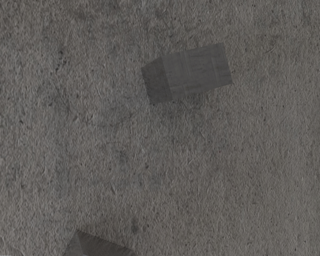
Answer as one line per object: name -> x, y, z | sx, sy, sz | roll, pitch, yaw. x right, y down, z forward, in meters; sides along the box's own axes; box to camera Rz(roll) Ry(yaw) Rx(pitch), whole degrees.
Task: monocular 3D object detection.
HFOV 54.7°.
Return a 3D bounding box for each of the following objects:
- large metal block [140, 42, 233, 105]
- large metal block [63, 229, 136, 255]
large metal block -> 0.030, -0.066, 0.391 | 0.081, 0.080, 0.050 | -17, 96, -19
large metal block -> -0.067, 0.166, 0.355 | 0.080, 0.080, 0.050 | 28, 81, -18
